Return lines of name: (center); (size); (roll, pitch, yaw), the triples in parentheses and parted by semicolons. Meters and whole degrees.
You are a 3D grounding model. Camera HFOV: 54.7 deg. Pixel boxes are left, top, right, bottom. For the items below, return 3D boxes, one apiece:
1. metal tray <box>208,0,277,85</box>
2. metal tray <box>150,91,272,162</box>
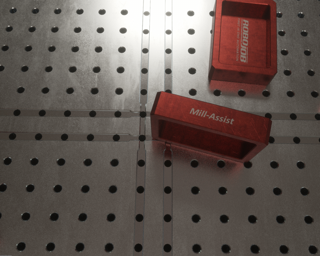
metal tray: (0.123, -0.132, 0.458); (0.091, 0.030, 0.130); (6, 70, 2)
metal tray: (0.056, 0.002, 0.377); (0.131, 0.090, 0.030); (15, 71, 5)
